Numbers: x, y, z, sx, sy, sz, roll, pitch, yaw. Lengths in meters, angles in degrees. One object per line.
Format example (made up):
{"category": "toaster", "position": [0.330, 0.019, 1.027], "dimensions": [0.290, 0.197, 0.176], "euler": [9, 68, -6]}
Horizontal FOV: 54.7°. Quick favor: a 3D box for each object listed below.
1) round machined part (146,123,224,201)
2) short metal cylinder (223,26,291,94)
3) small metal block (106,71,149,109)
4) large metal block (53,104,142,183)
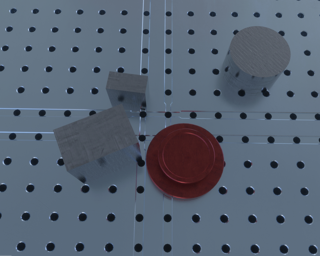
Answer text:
{"category": "round machined part", "position": [0.032, 0.039, 0.389], "dimensions": [0.099, 0.042, 0.098], "euler": [0, 70, 0]}
{"category": "short metal cylinder", "position": [0.133, -0.094, 0.435], "dimensions": [0.081, 0.050, 0.080], "euler": [0, 70, -1]}
{"category": "small metal block", "position": [-0.042, -0.050, 0.416], "dimensions": [0.050, 0.050, 0.025], "euler": [7, 70, 2]}
{"category": "large metal block", "position": [-0.070, 0.022, 0.374], "dimensions": [0.080, 0.080, 0.050], "euler": [-22, 72, -8]}
